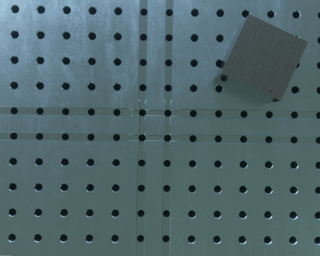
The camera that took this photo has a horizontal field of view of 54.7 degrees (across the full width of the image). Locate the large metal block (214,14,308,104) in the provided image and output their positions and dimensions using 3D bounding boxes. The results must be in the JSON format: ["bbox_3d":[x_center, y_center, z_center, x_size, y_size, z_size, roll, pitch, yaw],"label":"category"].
[{"bbox_3d":[0.128,-0.086,0.403,0.080,0.050,0.080,25,90,-1],"label":"large metal block"}]
